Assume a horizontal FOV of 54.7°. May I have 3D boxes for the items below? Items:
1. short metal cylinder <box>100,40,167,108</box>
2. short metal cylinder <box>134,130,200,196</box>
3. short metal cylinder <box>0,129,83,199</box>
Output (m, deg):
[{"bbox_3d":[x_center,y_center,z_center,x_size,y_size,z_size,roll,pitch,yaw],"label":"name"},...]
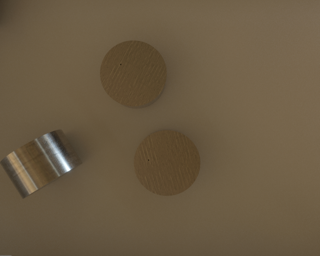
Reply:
[{"bbox_3d":[-0.032,-0.066,0.398,0.081,0.050,0.079,0,90,-1],"label":"short metal cylinder"},{"bbox_3d":[0.009,0.042,0.399,0.081,0.050,0.079,0,90,-1],"label":"short metal cylinder"},{"bbox_3d":[-0.144,0.044,0.382,0.080,0.080,0.050,-32,90,0],"label":"short metal cylinder"}]
